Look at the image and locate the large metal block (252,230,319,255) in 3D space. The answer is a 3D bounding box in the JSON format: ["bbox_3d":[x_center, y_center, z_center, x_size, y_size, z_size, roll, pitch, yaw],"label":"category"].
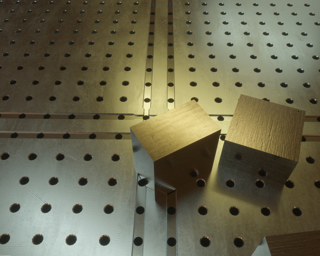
[{"bbox_3d":[0.138,0.140,0.275,0.080,0.050,0.080,-5,50,-4],"label":"large metal block"}]

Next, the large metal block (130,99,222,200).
[{"bbox_3d":[0.016,0.025,0.351,0.081,0.080,0.050,-24,54,-19],"label":"large metal block"}]

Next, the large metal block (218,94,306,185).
[{"bbox_3d":[0.125,0.012,0.382,0.080,0.050,0.080,17,52,14],"label":"large metal block"}]
